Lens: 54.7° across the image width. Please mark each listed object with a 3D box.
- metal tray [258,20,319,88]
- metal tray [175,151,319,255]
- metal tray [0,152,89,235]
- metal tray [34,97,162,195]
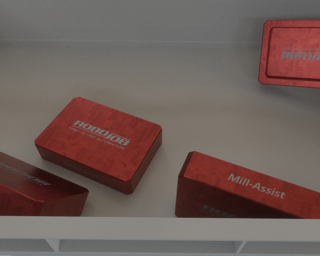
[{"bbox_3d":[0.211,-0.103,0.433,0.130,0.089,0.030,8,19,22],"label":"metal tray"},{"bbox_3d":[0.082,0.078,0.298,0.130,0.089,0.030,18,53,14],"label":"metal tray"},{"bbox_3d":[-0.151,0.058,0.312,0.130,0.090,0.030,19,90,15],"label":"metal tray"},{"bbox_3d":[-0.074,0.017,0.387,0.130,0.030,0.090,20,53,15],"label":"metal tray"}]
